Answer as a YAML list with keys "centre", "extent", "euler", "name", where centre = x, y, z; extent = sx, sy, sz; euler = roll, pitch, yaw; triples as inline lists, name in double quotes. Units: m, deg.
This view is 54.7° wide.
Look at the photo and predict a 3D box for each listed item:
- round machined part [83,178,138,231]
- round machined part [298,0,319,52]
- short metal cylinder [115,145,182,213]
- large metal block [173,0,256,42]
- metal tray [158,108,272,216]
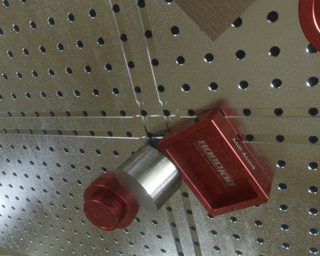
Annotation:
- centre: [-0.091, 0.138, 0.534]
  extent: [0.098, 0.042, 0.097]
  euler: [13, 124, 21]
  name: "round machined part"
- centre: [0.166, -0.105, 0.248]
  extent: [0.098, 0.042, 0.097]
  euler: [13, 124, 21]
  name: "round machined part"
- centre: [-0.016, 0.070, 0.428]
  extent: [0.080, 0.050, 0.080]
  euler: [35, 151, 24]
  name: "short metal cylinder"
- centre: [0.055, -0.140, 0.279]
  extent: [0.080, 0.050, 0.080]
  euler: [45, 129, -4]
  name: "large metal block"
- centre: [0.070, 0.048, 0.400]
  extent: [0.090, 0.030, 0.130]
  euler: [-29, 103, 37]
  name: "metal tray"
